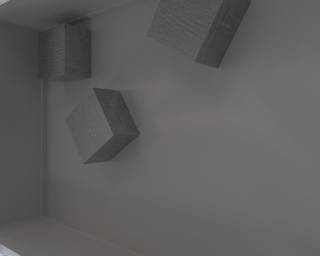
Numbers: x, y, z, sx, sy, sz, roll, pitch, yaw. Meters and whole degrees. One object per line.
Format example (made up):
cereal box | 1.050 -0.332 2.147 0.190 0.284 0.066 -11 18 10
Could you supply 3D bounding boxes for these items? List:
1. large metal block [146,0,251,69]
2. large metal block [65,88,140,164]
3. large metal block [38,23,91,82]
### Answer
large metal block | 0.042 -0.125 0.356 0.080 0.050 0.079 38 113 33
large metal block | -0.088 -0.002 0.463 0.080 0.050 0.080 -41 66 32
large metal block | -0.162 -0.124 0.525 0.080 0.050 0.080 1 90 40
